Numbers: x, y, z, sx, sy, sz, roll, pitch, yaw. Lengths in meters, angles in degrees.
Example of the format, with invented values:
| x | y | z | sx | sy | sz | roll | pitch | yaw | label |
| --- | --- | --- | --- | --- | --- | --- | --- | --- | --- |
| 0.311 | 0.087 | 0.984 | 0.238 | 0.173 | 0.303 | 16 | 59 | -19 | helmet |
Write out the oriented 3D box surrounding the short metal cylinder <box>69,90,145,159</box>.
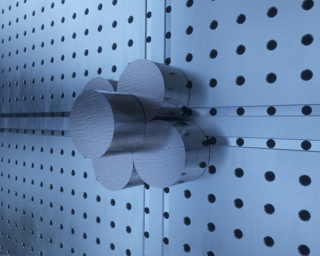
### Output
| x | y | z | sx | sy | sz | roll | pitch | yaw | label |
| --- | --- | --- | --- | --- | --- | --- | --- | --- | --- |
| -0.065 | -0.005 | 0.377 | 0.080 | 0.050 | 0.079 | 2 | 92 | 39 | short metal cylinder |

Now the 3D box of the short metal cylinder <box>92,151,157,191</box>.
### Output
| x | y | z | sx | sy | sz | roll | pitch | yaw | label |
| --- | --- | --- | --- | --- | --- | --- | --- | --- | --- |
| -0.048 | 0.043 | 0.430 | 0.080 | 0.050 | 0.079 | 0 | 90 | 39 | short metal cylinder |

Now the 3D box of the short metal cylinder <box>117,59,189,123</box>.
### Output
| x | y | z | sx | sy | sz | roll | pitch | yaw | label |
| --- | --- | --- | --- | --- | --- | --- | --- | --- | --- |
| -0.010 | -0.045 | 0.398 | 0.080 | 0.050 | 0.079 | 0 | 90 | 39 | short metal cylinder |

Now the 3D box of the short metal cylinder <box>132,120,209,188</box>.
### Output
| x | y | z | sx | sy | sz | roll | pitch | yaw | label |
| --- | --- | --- | --- | --- | --- | --- | --- | --- | --- |
| 0.013 | 0.030 | 0.380 | 0.080 | 0.050 | 0.079 | 0 | 90 | 39 | short metal cylinder |

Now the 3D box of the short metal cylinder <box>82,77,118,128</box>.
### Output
| x | y | z | sx | sy | sz | roll | pitch | yaw | label |
| --- | --- | --- | --- | --- | --- | --- | --- | --- | --- |
| -0.071 | -0.031 | 0.449 | 0.080 | 0.050 | 0.079 | 0 | 90 | 39 | short metal cylinder |
